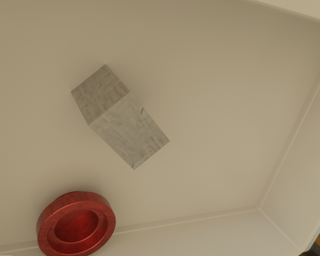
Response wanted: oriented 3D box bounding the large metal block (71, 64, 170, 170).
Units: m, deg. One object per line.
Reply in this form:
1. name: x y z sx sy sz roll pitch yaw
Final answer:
1. large metal block: -0.045 -0.013 0.342 0.050 0.080 0.080 -40 130 -2

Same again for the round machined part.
1. round machined part: -0.112 0.124 0.412 0.099 0.042 0.097 -13 121 -22

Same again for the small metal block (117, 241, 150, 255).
1. small metal block: -0.044 0.231 0.532 0.050 0.025 0.050 -33 129 -7
